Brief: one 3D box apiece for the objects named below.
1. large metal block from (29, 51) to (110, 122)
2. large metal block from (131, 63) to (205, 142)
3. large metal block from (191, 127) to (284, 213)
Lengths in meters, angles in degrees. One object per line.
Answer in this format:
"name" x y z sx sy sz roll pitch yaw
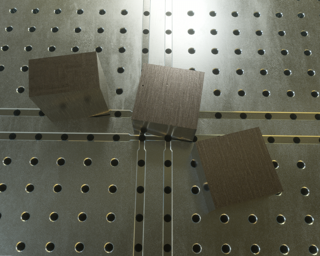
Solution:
"large metal block" -0.113 -0.050 0.400 0.081 0.080 0.050 -8 71 -3
"large metal block" 0.011 -0.033 0.411 0.080 0.050 0.080 9 70 3
"large metal block" 0.090 0.052 0.381 0.081 0.050 0.080 -13 71 -5
